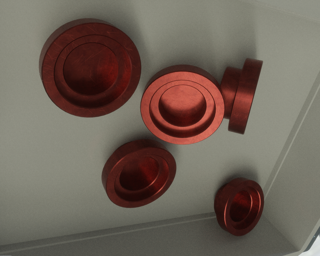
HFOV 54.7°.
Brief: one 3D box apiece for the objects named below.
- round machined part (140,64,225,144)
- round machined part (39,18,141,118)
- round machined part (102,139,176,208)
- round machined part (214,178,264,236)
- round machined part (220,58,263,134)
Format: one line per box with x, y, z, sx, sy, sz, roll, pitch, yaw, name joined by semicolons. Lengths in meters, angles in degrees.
0.027;-0.031;0.378;0.099;0.042;0.097;2;121;3;round machined part
-0.073;-0.063;0.320;0.099;0.042;0.097;-14;125;-21;round machined part
-0.031;0.056;0.417;0.099;0.042;0.097;-14;125;-21;round machined part
0.134;0.134;0.542;0.099;0.042;0.097;-6;100;-33;round machined part
0.101;-0.044;0.406;0.098;0.042;0.097;14;91;-75;round machined part
